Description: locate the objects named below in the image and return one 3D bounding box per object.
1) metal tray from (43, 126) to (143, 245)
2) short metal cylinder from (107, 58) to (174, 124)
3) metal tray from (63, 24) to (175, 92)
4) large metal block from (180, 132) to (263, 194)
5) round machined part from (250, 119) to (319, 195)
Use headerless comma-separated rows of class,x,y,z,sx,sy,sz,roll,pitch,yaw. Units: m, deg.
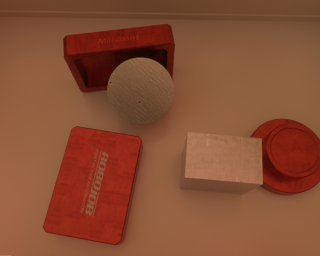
metal tray,-0.077,0.069,0.381,0.091,0.030,0.130,10,70,3
short metal cylinder,-0.023,-0.048,0.397,0.081,0.050,0.079,0,98,0
metal tray,-0.049,-0.088,0.406,0.131,0.090,0.030,-8,69,-3
large metal block,0.068,0.045,0.365,0.080,0.080,0.050,5,70,1
round machined part,0.161,0.033,0.391,0.099,0.042,0.098,0,70,-1
